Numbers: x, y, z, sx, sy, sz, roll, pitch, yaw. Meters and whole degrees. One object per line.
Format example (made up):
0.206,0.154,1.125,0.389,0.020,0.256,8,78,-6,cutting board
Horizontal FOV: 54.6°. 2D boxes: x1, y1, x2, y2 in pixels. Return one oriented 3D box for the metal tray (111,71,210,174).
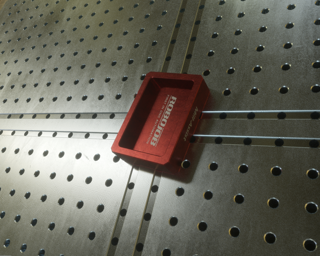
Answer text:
0.001,-0.012,0.412,0.090,0.030,0.130,10,67,32,metal tray
